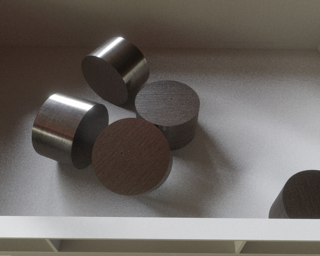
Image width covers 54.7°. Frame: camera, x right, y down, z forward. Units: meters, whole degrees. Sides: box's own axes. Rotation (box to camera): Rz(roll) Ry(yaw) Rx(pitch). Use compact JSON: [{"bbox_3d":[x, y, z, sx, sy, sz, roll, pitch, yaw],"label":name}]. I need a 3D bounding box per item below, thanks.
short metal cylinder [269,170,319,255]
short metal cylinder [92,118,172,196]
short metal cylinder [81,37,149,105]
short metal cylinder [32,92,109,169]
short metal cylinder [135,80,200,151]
[{"bbox_3d":[0.159,0.090,0.315,0.081,0.050,0.080,0,50,0],"label":"short metal cylinder"},{"bbox_3d":[-0.028,0.033,0.340,0.080,0.050,0.080,-1,79,5],"label":"short metal cylinder"},{"bbox_3d":[-0.062,-0.080,0.435,0.080,0.080,0.050,27,55,20],"label":"short metal cylinder"},{"bbox_3d":[-0.103,0.003,0.366,0.050,0.080,0.080,18,52,14],"label":"short metal cylinder"},{"bbox_3d":[0.009,-0.017,0.403,0.081,0.050,0.080,0,50,0],"label":"short metal cylinder"}]
